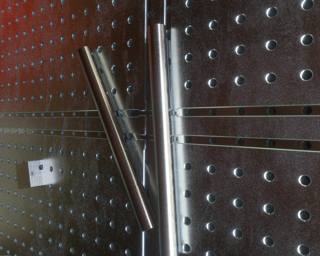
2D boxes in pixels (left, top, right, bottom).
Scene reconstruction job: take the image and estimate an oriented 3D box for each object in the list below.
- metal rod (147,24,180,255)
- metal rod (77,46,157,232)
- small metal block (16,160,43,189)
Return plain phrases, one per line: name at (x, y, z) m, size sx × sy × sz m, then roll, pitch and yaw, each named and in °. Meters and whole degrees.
metal rod at (0.004, 0.015, 0.403) m, size 0.025 × 0.025 × 0.298 m, roll -5°, pitch 87°, yaw 39°
metal rod at (-0.069, 0.005, 0.463) m, size 0.025 × 0.025 × 0.299 m, roll -35°, pitch 69°, yaw 34°
small metal block at (-0.263, 0.094, 0.622) m, size 0.050 × 0.025 × 0.050 m, roll -16°, pitch 80°, yaw 38°
